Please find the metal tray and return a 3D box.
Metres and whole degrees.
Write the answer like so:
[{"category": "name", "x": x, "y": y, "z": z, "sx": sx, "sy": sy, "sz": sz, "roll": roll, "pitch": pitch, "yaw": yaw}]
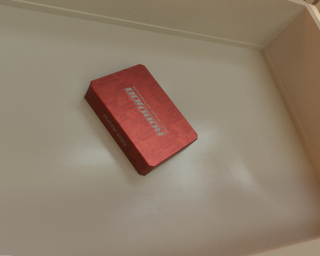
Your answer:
[{"category": "metal tray", "x": -0.023, "y": -0.015, "z": 0.400, "sx": 0.091, "sy": 0.030, "sz": 0.130, "roll": -29, "pitch": 78, "yaw": -38}]
